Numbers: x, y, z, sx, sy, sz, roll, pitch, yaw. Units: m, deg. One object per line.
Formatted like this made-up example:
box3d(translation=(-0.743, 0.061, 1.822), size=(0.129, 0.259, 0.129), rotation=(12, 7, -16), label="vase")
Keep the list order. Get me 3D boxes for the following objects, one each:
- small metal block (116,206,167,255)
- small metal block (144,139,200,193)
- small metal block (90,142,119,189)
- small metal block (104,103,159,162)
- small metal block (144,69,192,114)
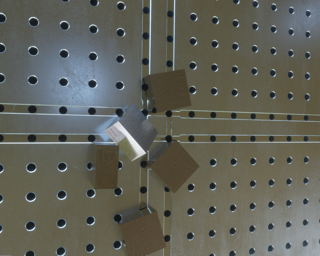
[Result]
box3d(translation=(-0.025, 0.137, 0.404), size=(0.050, 0.025, 0.050), rotation=(-16, 96, -19), label="small metal block")
box3d(translation=(0.016, 0.051, 0.418), size=(0.050, 0.025, 0.050), rotation=(-45, 104, -14), label="small metal block")
box3d(translation=(-0.068, 0.044, 0.374), size=(0.025, 0.050, 0.050), rotation=(3, 89, -20), label="small metal block")
box3d(translation=(-0.034, 0.004, 0.385), size=(0.050, 0.025, 0.050), rotation=(50, 32, -13), label="small metal block")
box3d(translation=(0.010, -0.049, 0.416), size=(0.050, 0.025, 0.050), rotation=(-13, 95, -20), label="small metal block")
